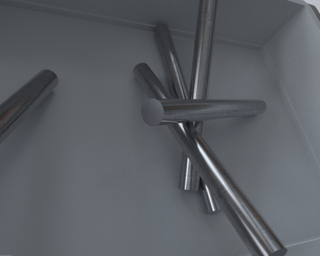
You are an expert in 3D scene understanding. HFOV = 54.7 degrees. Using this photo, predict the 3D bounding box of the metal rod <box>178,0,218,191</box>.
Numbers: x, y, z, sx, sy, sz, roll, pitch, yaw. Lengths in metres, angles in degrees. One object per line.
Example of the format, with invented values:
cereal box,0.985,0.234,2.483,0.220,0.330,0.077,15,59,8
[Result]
metal rod,0.054,-0.070,0.406,0.025,0.025,0.299,11,80,-23

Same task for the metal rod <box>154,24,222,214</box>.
metal rod,0.036,-0.029,0.444,0.025,0.025,0.299,0,62,-29

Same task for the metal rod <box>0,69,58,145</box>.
metal rod,-0.146,0.016,0.242,0.025,0.025,0.300,28,28,-11

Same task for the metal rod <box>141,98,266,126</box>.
metal rod,0.080,-0.025,0.399,0.302,0.025,0.025,-7,64,-54

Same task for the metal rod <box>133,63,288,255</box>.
metal rod,0.030,0.008,0.341,0.025,0.025,0.300,0,37,-29
